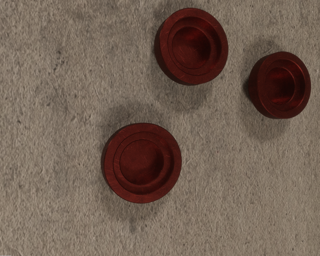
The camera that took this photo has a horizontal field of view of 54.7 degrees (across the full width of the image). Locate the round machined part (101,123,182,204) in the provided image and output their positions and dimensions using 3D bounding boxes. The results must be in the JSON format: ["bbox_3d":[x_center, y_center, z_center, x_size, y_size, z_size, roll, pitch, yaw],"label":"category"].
[{"bbox_3d":[-0.026,0.042,0.391,0.099,0.042,0.097,0,90,-21],"label":"round machined part"}]

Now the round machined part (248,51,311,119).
[{"bbox_3d":[0.174,-0.062,0.466,0.099,0.042,0.097,0,90,-21],"label":"round machined part"}]

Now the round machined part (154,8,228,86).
[{"bbox_3d":[0.038,-0.105,0.415,0.099,0.042,0.097,0,90,-21],"label":"round machined part"}]
